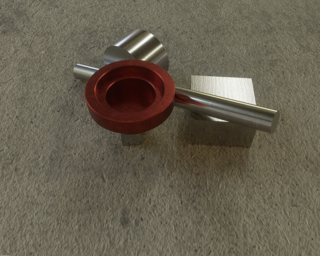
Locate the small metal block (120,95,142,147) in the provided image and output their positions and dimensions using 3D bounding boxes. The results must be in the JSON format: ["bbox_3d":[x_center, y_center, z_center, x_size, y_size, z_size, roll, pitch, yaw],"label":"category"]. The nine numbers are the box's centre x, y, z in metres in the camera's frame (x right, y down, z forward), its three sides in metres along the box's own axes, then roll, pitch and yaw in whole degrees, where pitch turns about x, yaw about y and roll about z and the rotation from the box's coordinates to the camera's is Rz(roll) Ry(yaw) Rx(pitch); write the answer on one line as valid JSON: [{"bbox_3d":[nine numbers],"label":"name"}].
[{"bbox_3d":[-0.037,-0.011,0.398,0.025,0.050,0.050,-2,50,-2],"label":"small metal block"}]

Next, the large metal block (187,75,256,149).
[{"bbox_3d":[0.079,-0.022,0.408,0.080,0.050,0.080,4,50,2],"label":"large metal block"}]

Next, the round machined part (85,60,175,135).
[{"bbox_3d":[-0.033,-0.031,0.355,0.099,0.042,0.098,0,51,0],"label":"round machined part"}]

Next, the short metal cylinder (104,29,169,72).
[{"bbox_3d":[-0.034,-0.094,0.448,0.080,0.080,0.050,30,56,22],"label":"short metal cylinder"}]

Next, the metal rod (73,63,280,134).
[{"bbox_3d":[-0.003,-0.046,0.395,0.300,0.025,0.025,19,51,32],"label":"metal rod"}]
